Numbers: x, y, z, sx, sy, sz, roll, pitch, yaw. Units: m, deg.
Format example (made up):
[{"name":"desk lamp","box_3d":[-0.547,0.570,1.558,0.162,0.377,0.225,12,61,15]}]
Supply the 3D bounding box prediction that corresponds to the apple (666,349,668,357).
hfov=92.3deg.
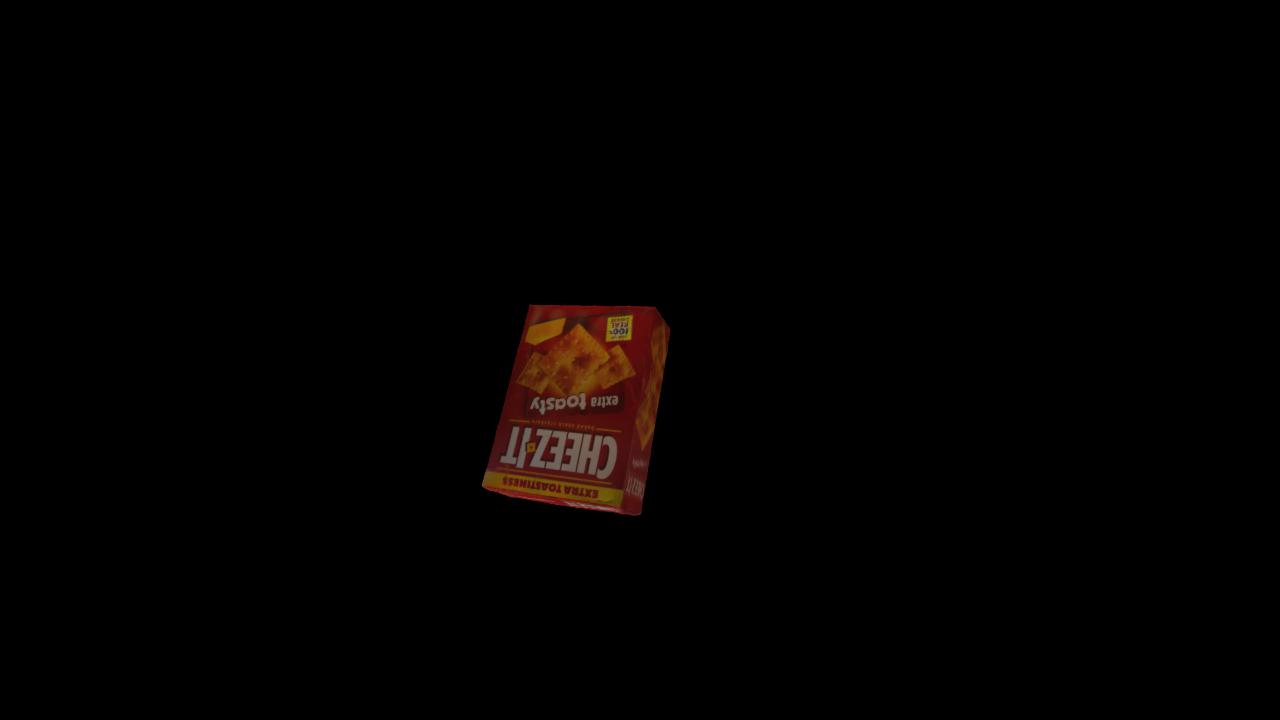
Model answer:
[{"name":"apple","box_3d":[-0.013,-0.014,0.761,0.093,0.079,0.079,-12,1,-7]}]

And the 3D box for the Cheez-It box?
[{"name":"Cheez-It box","box_3d":[-0.067,0.050,0.689,0.166,0.223,0.071,3,-20,22]}]
